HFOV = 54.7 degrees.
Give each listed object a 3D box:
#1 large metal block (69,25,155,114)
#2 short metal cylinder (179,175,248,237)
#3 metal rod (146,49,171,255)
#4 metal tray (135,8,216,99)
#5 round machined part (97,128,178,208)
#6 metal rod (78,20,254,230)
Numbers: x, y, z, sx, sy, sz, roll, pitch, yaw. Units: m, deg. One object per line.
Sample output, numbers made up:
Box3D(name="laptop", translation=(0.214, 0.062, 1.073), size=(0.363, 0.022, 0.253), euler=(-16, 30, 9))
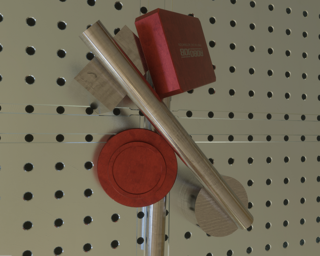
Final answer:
Box3D(name="large metal block", translation=(-0.058, -0.064, 0.363), size=(0.050, 0.080, 0.080), euler=(43, 76, -15))
Box3D(name="short metal cylinder", translation=(0.073, 0.102, 0.428), size=(0.081, 0.050, 0.079), euler=(0, 90, -21))
Box3D(name="metal rod", translation=(-0.001, 0.020, 0.413), size=(0.025, 0.025, 0.298), euler=(3, 89, -20))
Box3D(name="metal tray", translation=(0.026, -0.090, 0.378), size=(0.131, 0.030, 0.089), euler=(-27, 102, -61))
Box3D(name="round machined part", translation=(-0.027, 0.049, 0.378), size=(0.099, 0.042, 0.097), euler=(0, 90, -3))
Box3D(name="metal rod", translation=(0.021, 0.013, 0.346), size=(0.025, 0.025, 0.300), euler=(-45, 112, -14))
